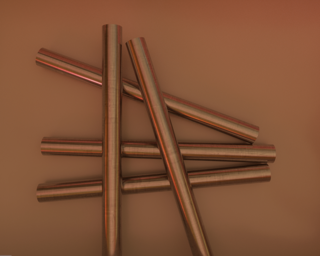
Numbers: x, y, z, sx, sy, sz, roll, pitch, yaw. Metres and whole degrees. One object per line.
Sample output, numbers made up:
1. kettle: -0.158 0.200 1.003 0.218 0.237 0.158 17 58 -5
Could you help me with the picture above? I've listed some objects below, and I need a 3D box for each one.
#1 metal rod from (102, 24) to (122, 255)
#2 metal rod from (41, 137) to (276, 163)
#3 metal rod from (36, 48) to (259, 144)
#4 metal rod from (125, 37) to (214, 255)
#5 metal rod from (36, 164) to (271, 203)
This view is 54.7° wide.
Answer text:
1. metal rod: -0.059 0.024 0.383 0.025 0.025 0.298 0 90 -1
2. metal rod: -0.001 0.029 0.409 0.302 0.025 0.025 2 90 -1
3. metal rod: -0.016 -0.042 0.409 0.302 0.025 0.025 20 90 -1
4. metal rod: 0.014 0.034 0.385 0.025 0.025 0.298 -18 90 0
5. metal rod: -0.007 0.073 0.410 0.302 0.025 0.025 -5 90 -1
